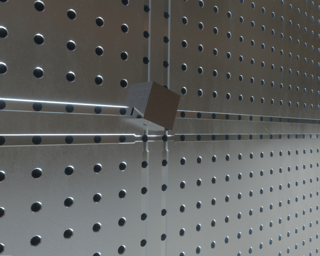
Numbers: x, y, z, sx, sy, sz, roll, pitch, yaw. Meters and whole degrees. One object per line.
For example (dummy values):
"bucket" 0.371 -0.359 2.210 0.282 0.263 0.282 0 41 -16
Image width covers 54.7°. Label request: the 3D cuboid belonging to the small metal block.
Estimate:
"small metal block" -0.004 -0.028 0.407 0.050 0.025 0.050 23 75 -38
